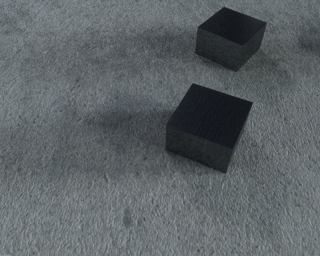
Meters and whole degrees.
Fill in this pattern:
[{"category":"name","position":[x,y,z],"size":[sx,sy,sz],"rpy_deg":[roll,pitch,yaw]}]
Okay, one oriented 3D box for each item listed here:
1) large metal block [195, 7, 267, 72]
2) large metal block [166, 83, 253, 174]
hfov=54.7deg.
[{"category":"large metal block","position":[0.116,-0.148,0.512],"size":[0.080,0.050,0.080],"rpy_deg":[31,57,23]},{"category":"large metal block","position":[0.061,-0.002,0.389],"size":[0.080,0.050,0.080],"rpy_deg":[21,53,16]}]
